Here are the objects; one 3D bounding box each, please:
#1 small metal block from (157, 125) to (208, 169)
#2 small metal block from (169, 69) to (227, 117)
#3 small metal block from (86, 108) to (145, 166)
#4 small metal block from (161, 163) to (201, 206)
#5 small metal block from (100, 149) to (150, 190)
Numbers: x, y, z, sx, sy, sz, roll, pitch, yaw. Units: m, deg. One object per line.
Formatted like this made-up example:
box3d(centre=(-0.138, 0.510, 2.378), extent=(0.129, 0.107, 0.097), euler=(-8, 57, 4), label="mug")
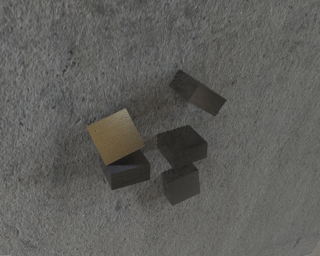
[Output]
box3d(centre=(0.029, 0.024, 0.422), extent=(0.050, 0.050, 0.025), euler=(-16, 125, -19), label="small metal block")
box3d(centre=(0.047, -0.044, 0.389), extent=(0.050, 0.050, 0.025), euler=(24, 105, -37), label="small metal block")
box3d(centre=(-0.053, 0.011, 0.368), extent=(0.050, 0.025, 0.050), euler=(-27, 87, -12), label="small metal block")
box3d(centre=(0.033, 0.085, 0.478), extent=(0.050, 0.025, 0.050), euler=(-21, 127, -16), label="small metal block")
box3d(centre=(-0.045, 0.048, 0.395), extent=(0.050, 0.050, 0.025), euler=(-12, 124, -22), label="small metal block")
